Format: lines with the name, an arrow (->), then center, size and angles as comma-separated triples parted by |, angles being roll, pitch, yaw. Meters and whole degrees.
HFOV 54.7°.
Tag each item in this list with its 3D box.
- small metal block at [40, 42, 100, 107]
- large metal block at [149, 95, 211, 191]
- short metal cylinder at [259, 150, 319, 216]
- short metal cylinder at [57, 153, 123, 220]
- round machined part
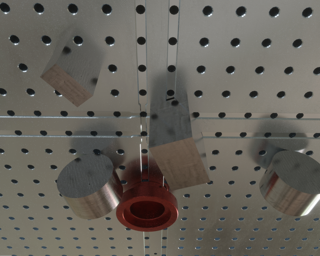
small metal block -> -0.097, -0.060, 0.343 | 0.025, 0.050, 0.050 | -32, 123, 24
large metal block -> 0.025, 0.019, 0.392 | 0.050, 0.080, 0.080 | -15, 129, 12
short metal cylinder -> 0.191, 0.078, 0.444 | 0.081, 0.080, 0.050 | 7, 130, -6
short metal cylinder -> -0.099, 0.083, 0.445 | 0.080, 0.080, 0.050 | -9, 130, 7
round machined part -> -0.020, 0.125, 0.507 | 0.099, 0.042, 0.097 | 0, 130, 0
